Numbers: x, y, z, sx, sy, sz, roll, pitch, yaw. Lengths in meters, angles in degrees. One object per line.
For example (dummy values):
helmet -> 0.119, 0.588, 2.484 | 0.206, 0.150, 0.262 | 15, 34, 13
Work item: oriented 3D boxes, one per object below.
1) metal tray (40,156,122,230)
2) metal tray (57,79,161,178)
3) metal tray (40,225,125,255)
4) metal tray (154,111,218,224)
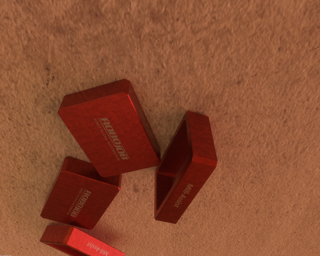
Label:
metal tray -> -0.127, 0.108, 0.494 | 0.091, 0.030, 0.129 | 21, 127, -18
metal tray -> -0.061, 0.006, 0.408 | 0.090, 0.030, 0.129 | -14, 129, 11
metal tray -> -0.140, 0.219, 0.566 | 0.090, 0.030, 0.130 | -16, 133, 42
metal tray -> 0.028, 0.054, 0.410 | 0.030, 0.090, 0.129 | 15, 128, -13
